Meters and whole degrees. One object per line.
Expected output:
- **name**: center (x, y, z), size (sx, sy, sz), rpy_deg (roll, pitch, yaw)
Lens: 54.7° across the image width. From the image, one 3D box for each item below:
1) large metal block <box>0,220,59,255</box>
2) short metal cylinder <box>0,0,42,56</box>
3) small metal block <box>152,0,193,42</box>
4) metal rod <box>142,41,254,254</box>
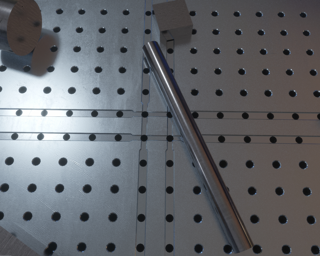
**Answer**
- **large metal block**: center (-0.170, 0.159, 0.339), size (0.080, 0.050, 0.080), rpy_deg (31, 73, 10)
- **short metal cylinder**: center (-0.211, -0.147, 0.435), size (0.050, 0.080, 0.080), rpy_deg (17, 71, 6)
- **small metal block**: center (0.018, -0.164, 0.472), size (0.050, 0.025, 0.050), rpy_deg (-13, 71, -5)
- **metal rod**: center (0.042, 0.011, 0.407), size (0.025, 0.025, 0.299), rpy_deg (-21, 71, -7)
